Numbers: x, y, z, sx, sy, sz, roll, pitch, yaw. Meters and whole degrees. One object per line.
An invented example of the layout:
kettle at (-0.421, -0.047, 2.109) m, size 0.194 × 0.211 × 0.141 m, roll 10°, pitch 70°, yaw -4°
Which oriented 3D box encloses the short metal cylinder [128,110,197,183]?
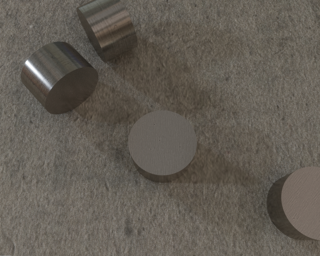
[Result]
short metal cylinder at (0.003, 0.024, 0.386) m, size 0.081 × 0.050 × 0.080 m, roll 0°, pitch 70°, yaw 0°

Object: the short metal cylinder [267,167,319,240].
short metal cylinder at (0.174, 0.090, 0.364) m, size 0.081 × 0.050 × 0.080 m, roll 0°, pitch 70°, yaw 0°

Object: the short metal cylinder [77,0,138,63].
short metal cylinder at (-0.073, -0.138, 0.429) m, size 0.050 × 0.080 × 0.080 m, roll -30°, pitch 73°, yaw -10°

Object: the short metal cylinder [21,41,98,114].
short metal cylinder at (-0.128, -0.064, 0.401) m, size 0.080 × 0.080 × 0.050 m, roll -41°, pitch 75°, yaw -14°
